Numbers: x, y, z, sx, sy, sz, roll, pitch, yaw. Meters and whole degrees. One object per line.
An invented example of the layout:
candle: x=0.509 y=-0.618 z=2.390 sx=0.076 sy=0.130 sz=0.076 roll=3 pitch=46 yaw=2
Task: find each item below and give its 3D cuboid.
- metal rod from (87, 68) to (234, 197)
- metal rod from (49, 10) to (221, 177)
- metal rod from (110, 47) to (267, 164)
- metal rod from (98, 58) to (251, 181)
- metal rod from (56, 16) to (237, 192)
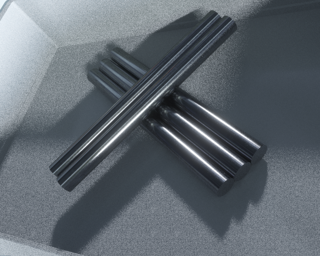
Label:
metal rod: x=-0.020 y=-0.012 z=0.422 sx=0.025 sy=0.025 sz=0.300 roll=-47 pitch=51 yaw=-4
metal rod: x=-0.030 y=-0.046 z=0.416 sx=0.300 sy=0.025 sz=0.025 roll=-44 pitch=51 yaw=-3
metal rod: x=0.017 y=-0.047 z=0.424 sx=0.025 sy=0.025 sz=0.300 roll=-46 pitch=51 yaw=-4
metal rod: x=-0.002 y=-0.029 z=0.422 sx=0.025 sy=0.025 sz=0.300 roll=-47 pitch=51 yaw=-4
metal rod: x=-0.014 y=-0.033 z=0.400 sx=0.300 sy=0.025 sz=0.025 roll=-44 pitch=51 yaw=-3
